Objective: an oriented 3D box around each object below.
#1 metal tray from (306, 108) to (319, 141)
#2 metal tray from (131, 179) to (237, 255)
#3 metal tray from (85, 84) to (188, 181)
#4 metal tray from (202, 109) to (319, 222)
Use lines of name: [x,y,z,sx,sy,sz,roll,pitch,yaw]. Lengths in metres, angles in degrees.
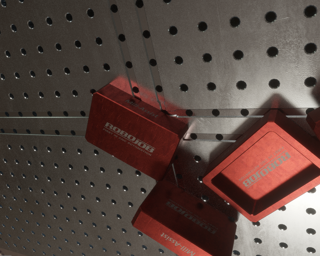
metal tray: [0.215,0.021,0.292,0.090,0.030,0.130,-33,101,21]
metal tray: [0.037,0.132,0.427,0.130,0.090,0.030,30,115,8]
metal tray: [-0.036,0.008,0.430,0.130,0.030,0.089,28,128,10]
metal tray: [0.124,0.050,0.373,0.090,0.030,0.129,39,129,1]
